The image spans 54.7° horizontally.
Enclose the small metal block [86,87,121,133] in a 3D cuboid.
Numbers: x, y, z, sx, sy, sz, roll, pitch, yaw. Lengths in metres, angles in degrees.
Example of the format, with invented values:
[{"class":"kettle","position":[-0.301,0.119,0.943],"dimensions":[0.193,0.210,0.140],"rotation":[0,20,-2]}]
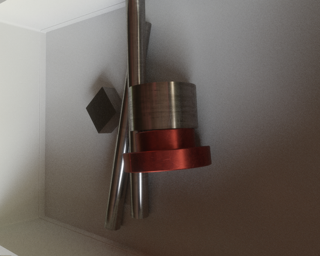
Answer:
[{"class":"small metal block","position":[-0.081,-0.027,0.471],"dimensions":[0.050,0.025,0.050],"rotation":[-45,63,30]}]

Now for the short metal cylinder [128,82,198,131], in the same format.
[{"class":"short metal cylinder","position":[0.004,-0.023,0.366],"dimensions":[0.080,0.081,0.050],"rotation":[-4,87,39]}]

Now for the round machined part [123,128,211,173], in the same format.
[{"class":"round machined part","position":[0.007,0.024,0.352],"dimensions":[0.098,0.099,0.042],"rotation":[-8,85,39]}]

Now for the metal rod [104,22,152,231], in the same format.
[{"class":"metal rod","position":[-0.048,0.001,0.443],"dimensions":[0.025,0.025,0.298],"rotation":[15,100,38]}]

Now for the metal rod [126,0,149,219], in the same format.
[{"class":"metal rod","position":[-0.030,-0.027,0.411],"dimensions":[0.025,0.025,0.298],"rotation":[4,98,39]}]
